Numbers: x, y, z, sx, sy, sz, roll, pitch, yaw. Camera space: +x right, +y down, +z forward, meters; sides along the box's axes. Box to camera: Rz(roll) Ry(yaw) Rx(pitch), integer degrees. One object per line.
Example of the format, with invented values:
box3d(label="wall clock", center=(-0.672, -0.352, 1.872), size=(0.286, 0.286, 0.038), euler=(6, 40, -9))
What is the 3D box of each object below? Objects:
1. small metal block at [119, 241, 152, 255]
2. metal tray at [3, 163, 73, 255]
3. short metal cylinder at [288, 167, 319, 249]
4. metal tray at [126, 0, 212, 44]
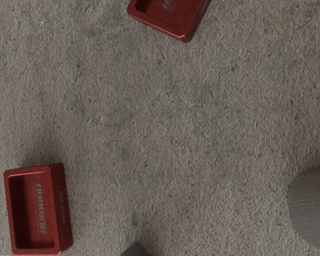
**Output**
box3d(label="small metal block", center=(-0.030, 0.183, 0.406), size=(0.050, 0.050, 0.025), euler=(40, 103, 15))
box3d(label="metal tray", center=(-0.186, 0.123, 0.471), size=(0.090, 0.030, 0.129), euler=(-9, 87, 19))
box3d(label="short metal cylinder", center=(0.180, 0.084, 0.332), size=(0.080, 0.050, 0.080), euler=(0, 90, 20))
box3d(label="metal tray", center=(0.025, -0.187, 0.397), size=(0.090, 0.030, 0.129), euler=(30, 100, 17))
